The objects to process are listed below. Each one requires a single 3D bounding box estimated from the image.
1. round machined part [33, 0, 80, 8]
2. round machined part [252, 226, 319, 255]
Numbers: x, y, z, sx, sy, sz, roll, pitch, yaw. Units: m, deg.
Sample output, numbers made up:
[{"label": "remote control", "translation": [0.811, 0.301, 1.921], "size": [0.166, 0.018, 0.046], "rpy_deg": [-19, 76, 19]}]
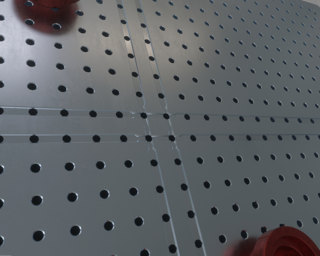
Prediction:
[{"label": "round machined part", "translation": [-0.156, -0.211, 0.442], "size": [0.099, 0.042, 0.098], "rpy_deg": [13, 56, -21]}, {"label": "round machined part", "translation": [0.150, 0.172, 0.372], "size": [0.099, 0.042, 0.098], "rpy_deg": [13, 56, -21]}]
